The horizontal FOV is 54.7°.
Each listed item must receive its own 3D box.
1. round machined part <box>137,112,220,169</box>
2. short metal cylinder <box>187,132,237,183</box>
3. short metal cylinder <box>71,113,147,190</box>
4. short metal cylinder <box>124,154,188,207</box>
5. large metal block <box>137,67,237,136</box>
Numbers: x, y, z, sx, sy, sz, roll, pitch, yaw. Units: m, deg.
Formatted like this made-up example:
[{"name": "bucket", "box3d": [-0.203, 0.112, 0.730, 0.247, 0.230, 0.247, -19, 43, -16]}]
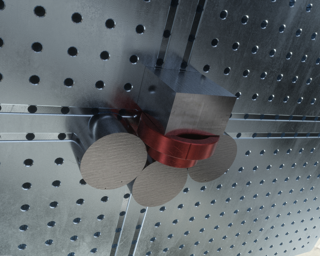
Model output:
[{"name": "round machined part", "box3d": [0.020, 0.014, 0.381, 0.099, 0.098, 0.042, 2, 117, -29]}, {"name": "short metal cylinder", "box3d": [0.064, 0.032, 0.450, 0.081, 0.050, 0.079, -14, 124, -21]}, {"name": "short metal cylinder", "box3d": [-0.062, 0.028, 0.379, 0.081, 0.050, 0.079, -14, 124, -21]}, {"name": "short metal cylinder", "box3d": [-0.009, 0.061, 0.428, 0.081, 0.050, 0.079, -14, 124, -21]}, {"name": "large metal block", "box3d": [0.029, -0.033, 0.371, 0.081, 0.080, 0.050, 1, 118, -29]}]
